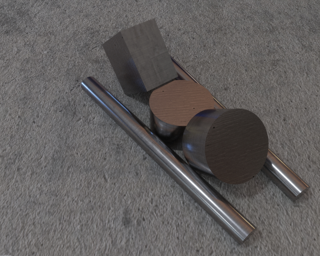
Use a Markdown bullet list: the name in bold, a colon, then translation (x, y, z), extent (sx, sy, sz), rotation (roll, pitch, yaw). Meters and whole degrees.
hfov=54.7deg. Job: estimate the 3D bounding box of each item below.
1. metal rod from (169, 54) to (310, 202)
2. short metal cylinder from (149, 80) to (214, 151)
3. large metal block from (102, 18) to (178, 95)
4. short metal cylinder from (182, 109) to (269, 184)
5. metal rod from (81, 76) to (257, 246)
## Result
- **metal rod**: translation (0.077, -0.024, 0.425), extent (0.025, 0.025, 0.300), rotation (-26, 55, -20)
- **short metal cylinder**: translation (0.027, -0.017, 0.403), extent (0.081, 0.050, 0.080), rotation (0, 50, 0)
- **large metal block**: translation (-0.029, -0.094, 0.428), extent (0.050, 0.080, 0.080), rotation (-29, 14, -23)
- **short metal cylinder**: translation (0.072, 0.018, 0.346), extent (0.081, 0.080, 0.050), rotation (-25, 12, -20)
- **metal rod**: translation (-0.008, 0.022, 0.385), extent (0.025, 0.025, 0.300), rotation (-33, 58, -25)
